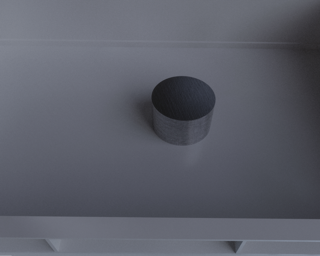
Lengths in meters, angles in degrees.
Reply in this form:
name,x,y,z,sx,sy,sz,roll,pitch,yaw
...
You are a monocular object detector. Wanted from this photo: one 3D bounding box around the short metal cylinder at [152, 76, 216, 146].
name,x,y,z,sx,sy,sz,roll,pitch,yaw
short metal cylinder,0.030,-0.023,0.409,0.081,0.050,0.080,0,50,0
